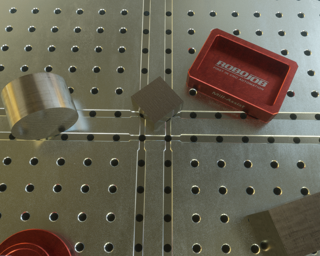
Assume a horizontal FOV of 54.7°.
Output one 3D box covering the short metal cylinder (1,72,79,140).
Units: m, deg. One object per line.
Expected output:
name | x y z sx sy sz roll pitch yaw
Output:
short metal cylinder | -0.150 -0.026 0.390 0.080 0.080 0.050 -22 72 -8

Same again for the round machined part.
round machined part | -0.146 0.162 0.342 0.099 0.042 0.098 0 70 -1

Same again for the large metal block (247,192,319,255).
large metal block | 0.155 0.107 0.346 0.081 0.080 0.050 -17 71 -6

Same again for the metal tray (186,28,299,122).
metal tray | 0.115 -0.076 0.438 0.130 0.030 0.090 26 72 9

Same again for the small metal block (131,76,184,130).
small metal block | -0.004 -0.034 0.424 0.050 0.025 0.050 -37 75 -13
